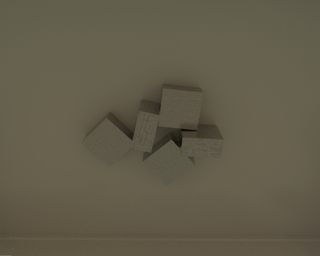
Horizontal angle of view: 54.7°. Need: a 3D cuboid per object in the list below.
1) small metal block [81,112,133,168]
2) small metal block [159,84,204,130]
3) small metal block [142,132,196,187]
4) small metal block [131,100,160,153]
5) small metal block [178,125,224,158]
[{"bbox_3d":[-0.068,0.016,0.414,0.050,0.025,0.050,-43,105,14],"label":"small metal block"},{"bbox_3d":[0.026,-0.027,0.400,0.050,0.025,0.050,6,110,-3],"label":"small metal block"},{"bbox_3d":[0.012,0.043,0.425,0.050,0.025,0.050,-39,106,12],"label":"small metal block"},{"bbox_3d":[-0.018,-0.003,0.394,0.025,0.050,0.050,12,110,-5],"label":"small metal block"},{"bbox_3d":[0.052,0.016,0.402,0.050,0.050,0.025,3,110,-2],"label":"small metal block"}]
